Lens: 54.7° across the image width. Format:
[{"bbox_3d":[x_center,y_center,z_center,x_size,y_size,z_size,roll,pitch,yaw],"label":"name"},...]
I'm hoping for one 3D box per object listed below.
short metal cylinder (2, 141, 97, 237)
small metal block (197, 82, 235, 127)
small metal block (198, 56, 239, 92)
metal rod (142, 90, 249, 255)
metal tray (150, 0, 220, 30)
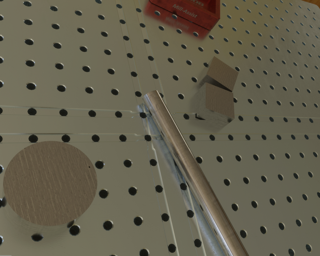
[{"bbox_3d":[-0.107,0.059,0.298,0.081,0.050,0.080,14,56,-21],"label":"short metal cylinder"},{"bbox_3d":[0.085,-0.036,0.476,0.050,0.025,0.050,18,55,-18],"label":"small metal block"},{"bbox_3d":[0.097,-0.083,0.511,0.050,0.025,0.050,32,52,-8],"label":"small metal block"},{"bbox_3d":[0.054,0.082,0.386,0.025,0.025,0.299,-17,71,-35],"label":"metal rod"},{"bbox_3d":[0.050,-0.247,0.582,0.131,0.030,0.090,19,54,-17],"label":"metal tray"}]
